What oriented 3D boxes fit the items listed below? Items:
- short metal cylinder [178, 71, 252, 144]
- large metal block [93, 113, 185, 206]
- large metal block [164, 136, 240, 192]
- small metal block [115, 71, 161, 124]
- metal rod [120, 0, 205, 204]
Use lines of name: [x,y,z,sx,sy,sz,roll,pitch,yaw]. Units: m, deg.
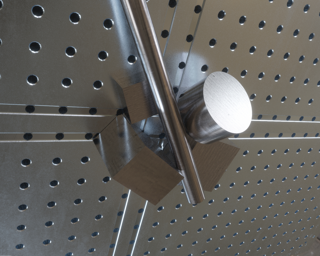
short metal cylinder: [0.069,-0.024,0.391,0.081,0.080,0.050,9,157,-33]
large metal block: [-0.027,0.038,0.385,0.050,0.080,0.080,-45,130,3]
large metal block: [0.055,0.041,0.452,0.080,0.050,0.080,19,108,-36]
small metal block: [-0.021,-0.039,0.377,0.050,0.025,0.050,-22,127,-16]
metal rod: [0.006,-0.033,0.356,0.025,0.025,0.298,-25,116,-13]
